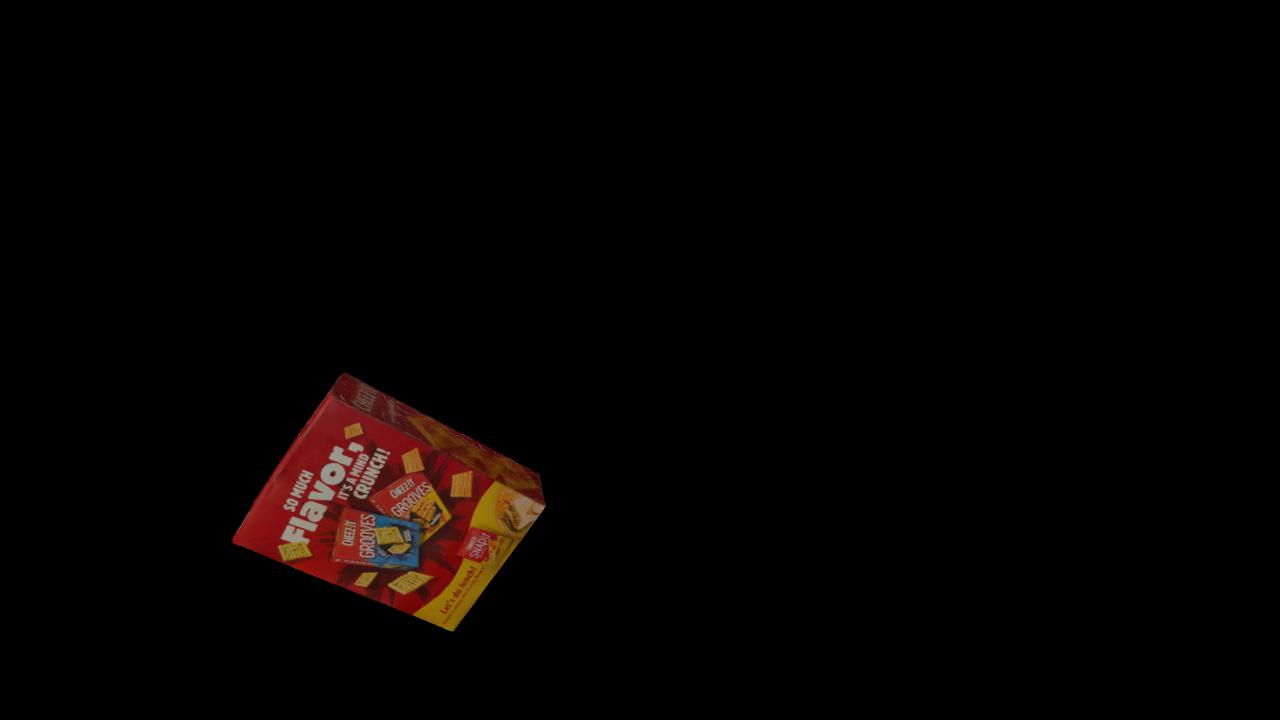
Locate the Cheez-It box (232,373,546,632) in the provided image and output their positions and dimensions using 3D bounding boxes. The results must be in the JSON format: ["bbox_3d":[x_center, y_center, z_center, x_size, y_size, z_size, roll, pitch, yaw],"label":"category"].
[{"bbox_3d":[-0.228,0.140,0.586,0.223,0.166,0.071,34,7,-23],"label":"Cheez-It box"}]
